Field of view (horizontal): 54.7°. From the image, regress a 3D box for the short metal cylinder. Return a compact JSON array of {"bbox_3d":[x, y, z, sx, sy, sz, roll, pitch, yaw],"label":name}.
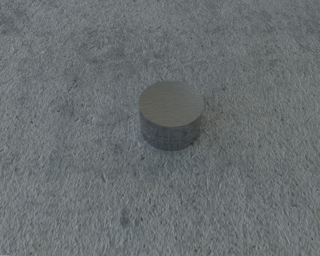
[{"bbox_3d":[0.014,-0.016,0.402,0.081,0.050,0.080,0,50,0],"label":"short metal cylinder"}]
